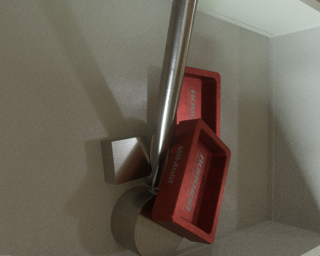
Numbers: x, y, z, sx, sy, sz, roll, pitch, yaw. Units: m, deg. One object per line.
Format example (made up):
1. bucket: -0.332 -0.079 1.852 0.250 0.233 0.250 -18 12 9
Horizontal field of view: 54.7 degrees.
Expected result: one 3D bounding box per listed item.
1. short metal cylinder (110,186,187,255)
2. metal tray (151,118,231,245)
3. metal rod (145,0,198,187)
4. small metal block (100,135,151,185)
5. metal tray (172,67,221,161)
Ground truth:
1. short metal cylinder: -0.013 0.115 0.382 0.081 0.050 0.079 0 90 -40
2. metal tray: 0.045 0.065 0.383 0.090 0.030 0.130 42 54 -38
3. metal rod: 0.014 -0.062 0.340 0.025 0.025 0.298 -14 124 -39
4. small metal block: -0.041 0.037 0.374 0.050 0.025 0.050 -10 96 -40
5. metal tray: 0.046 -0.018 0.444 0.091 0.030 0.129 1 89 -40
